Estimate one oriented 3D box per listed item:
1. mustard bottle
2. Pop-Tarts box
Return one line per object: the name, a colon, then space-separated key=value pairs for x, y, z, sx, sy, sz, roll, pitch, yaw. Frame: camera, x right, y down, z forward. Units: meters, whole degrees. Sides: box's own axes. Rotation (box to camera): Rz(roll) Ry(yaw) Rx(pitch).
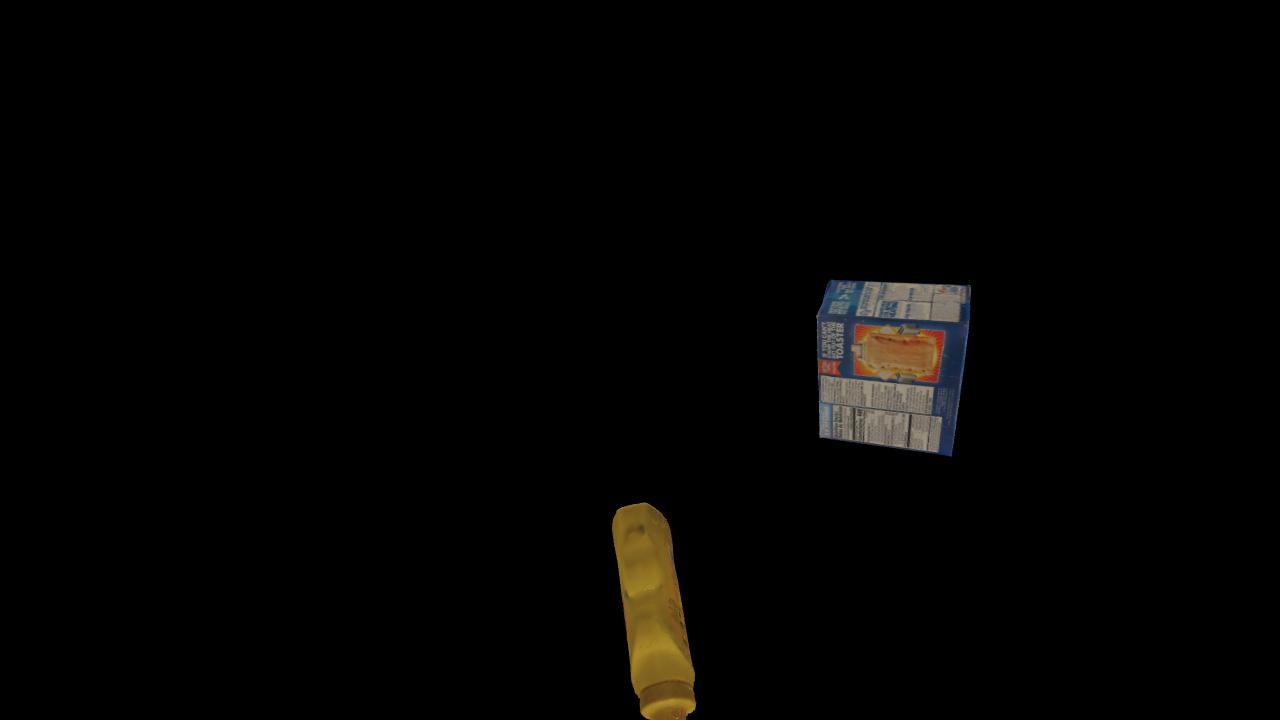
mustard bottle: x=0.013 y=0.218 z=0.511 sx=0.054 sy=0.092 sz=0.184 roll=-9 pitch=41 yaw=-2
Pop-Tarts box: x=0.271 y=0.007 z=0.668 sx=0.141 sy=0.167 sz=0.083 roll=5 pitch=35 yaw=26
